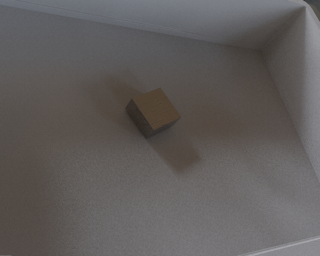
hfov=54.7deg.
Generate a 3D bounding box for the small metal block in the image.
[{"bbox_3d":[-0.009,-0.020,0.410,0.050,0.025,0.050,-26,76,-37],"label":"small metal block"}]
